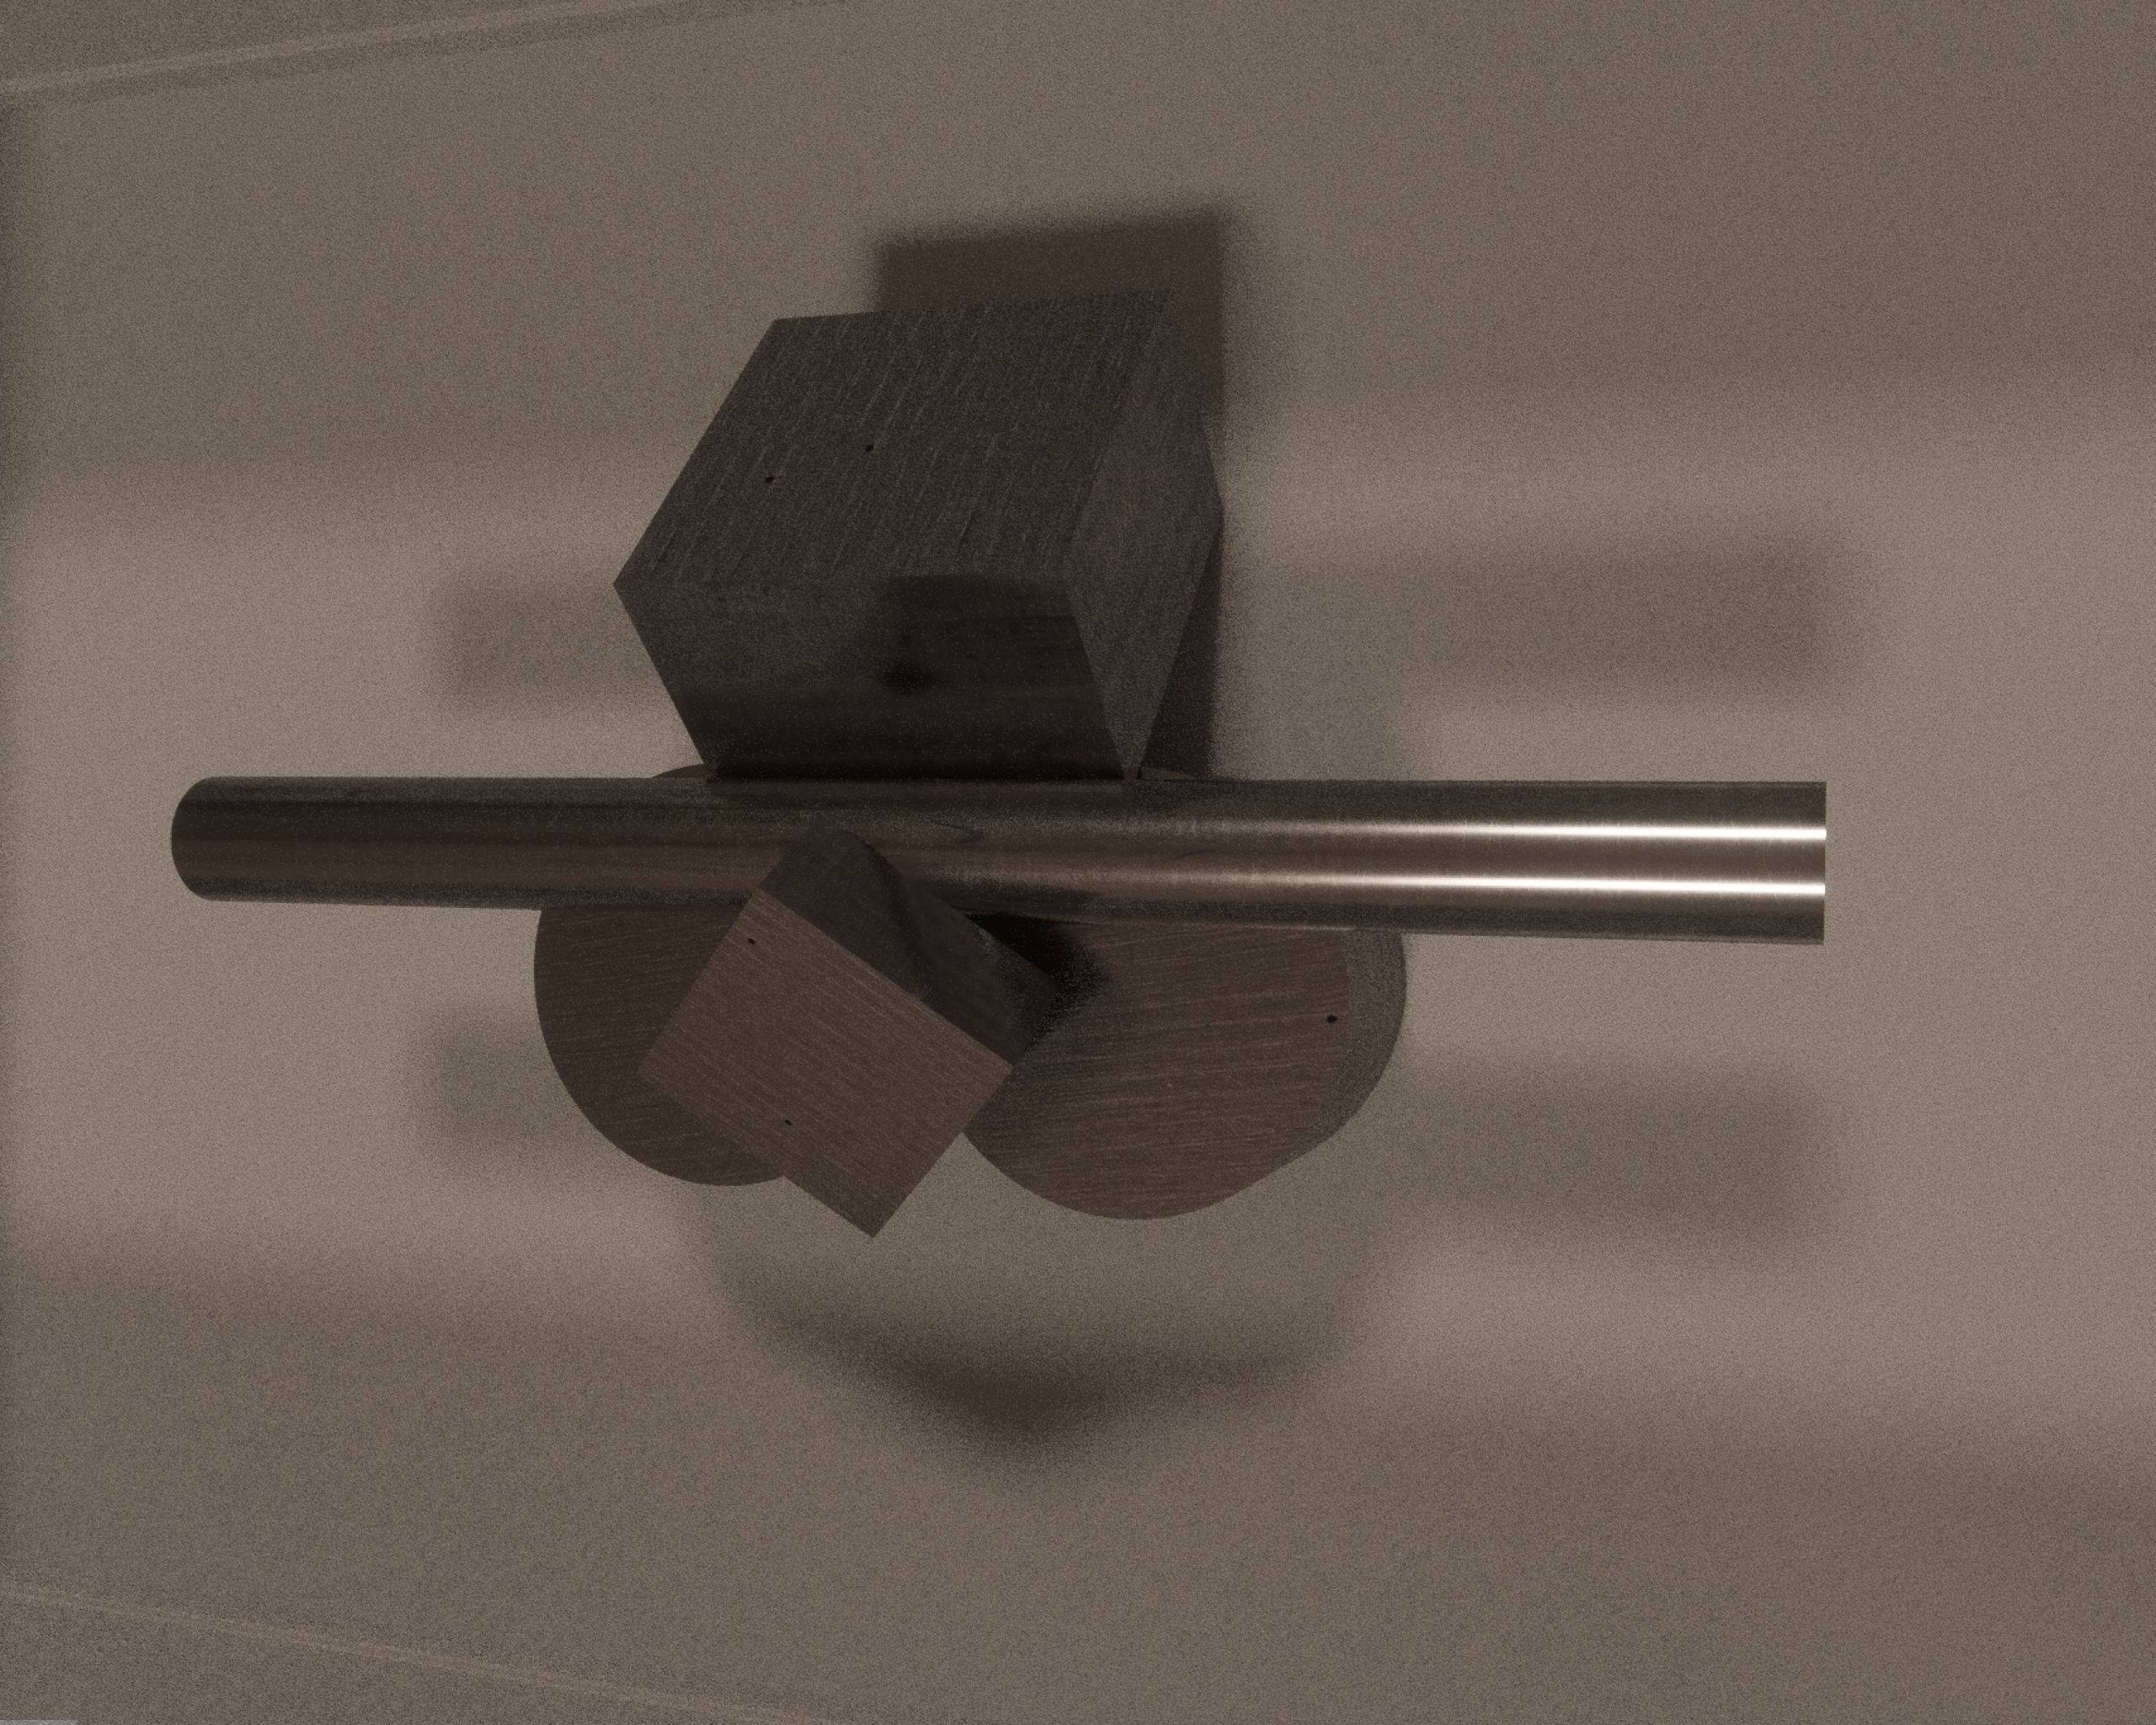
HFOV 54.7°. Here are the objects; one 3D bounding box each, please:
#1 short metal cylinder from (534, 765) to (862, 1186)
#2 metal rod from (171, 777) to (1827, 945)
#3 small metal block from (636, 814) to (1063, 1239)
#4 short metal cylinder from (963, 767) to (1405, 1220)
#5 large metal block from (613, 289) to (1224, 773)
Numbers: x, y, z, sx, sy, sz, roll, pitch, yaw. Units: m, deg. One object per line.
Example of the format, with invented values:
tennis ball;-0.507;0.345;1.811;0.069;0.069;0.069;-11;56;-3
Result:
short metal cylinder;-0.059;0.021;0.416;0.080;0.050;0.079;0;90;19
metal rod;-0.029;-0.002;0.365;0.301;0.025;0.025;1;90;19
small metal block;-0.039;0.029;0.357;0.050;0.025;0.050;36;124;-3
short metal cylinder;0.016;0.023;0.389;0.080;0.050;0.079;0;90;19
large metal block;-0.025;-0.058;0.382;0.080;0.050;0.080;1;47;19
